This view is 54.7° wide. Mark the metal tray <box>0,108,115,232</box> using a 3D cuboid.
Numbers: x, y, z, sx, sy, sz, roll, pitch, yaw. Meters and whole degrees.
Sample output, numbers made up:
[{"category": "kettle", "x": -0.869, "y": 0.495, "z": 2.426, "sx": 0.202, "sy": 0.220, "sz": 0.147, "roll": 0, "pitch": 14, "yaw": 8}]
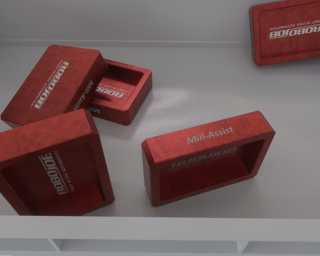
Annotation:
[{"category": "metal tray", "x": -0.097, "y": 0.046, "z": 0.297, "sx": 0.091, "sy": 0.129, "sz": 0.030, "roll": -18, "pitch": 53, "yaw": -15}]

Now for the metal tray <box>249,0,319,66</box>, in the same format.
[{"category": "metal tray", "x": 0.207, "y": -0.150, "z": 0.471, "sx": 0.131, "sy": 0.089, "sz": 0.030, "roll": -7, "pitch": 21, "yaw": 9}]

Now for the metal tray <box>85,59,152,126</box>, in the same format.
[{"category": "metal tray", "x": -0.087, "y": -0.061, "z": 0.451, "sx": 0.130, "sy": 0.030, "sz": 0.090, "roll": 16, "pitch": 52, "yaw": 13}]

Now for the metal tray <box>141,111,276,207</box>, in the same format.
[{"category": "metal tray", "x": 0.049, "y": 0.035, "z": 0.333, "sx": 0.131, "sy": 0.090, "sz": 0.030, "roll": -14, "pitch": 52, "yaw": -12}]

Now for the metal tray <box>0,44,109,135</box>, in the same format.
[{"category": "metal tray", "x": -0.138, "y": -0.050, "z": 0.413, "sx": 0.090, "sy": 0.030, "sz": 0.130, "roll": 13, "pitch": 64, "yaw": 24}]
